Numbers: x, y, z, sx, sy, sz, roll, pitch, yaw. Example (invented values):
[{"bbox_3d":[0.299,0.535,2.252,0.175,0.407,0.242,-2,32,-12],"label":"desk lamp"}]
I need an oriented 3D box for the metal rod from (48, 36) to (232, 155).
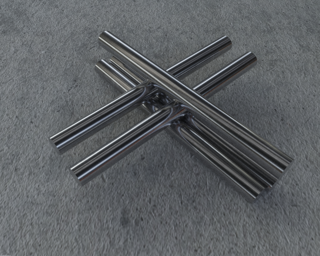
[{"bbox_3d":[-0.009,-0.056,0.419,0.302,0.025,0.025,-35,58,-26],"label":"metal rod"}]

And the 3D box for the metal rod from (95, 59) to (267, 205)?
[{"bbox_3d":[0.009,-0.010,0.413,0.025,0.025,0.300,-35,58,-26],"label":"metal rod"}]

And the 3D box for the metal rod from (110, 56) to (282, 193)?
[{"bbox_3d":[0.030,-0.021,0.423,0.025,0.025,0.300,-35,58,-26],"label":"metal rod"}]

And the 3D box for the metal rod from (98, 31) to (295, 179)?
[{"bbox_3d":[0.024,-0.044,0.376,0.025,0.025,0.300,-35,59,-26],"label":"metal rod"}]

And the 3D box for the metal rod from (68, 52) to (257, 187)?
[{"bbox_3d":[0.022,-0.025,0.393,0.302,0.025,0.025,-35,58,-26],"label":"metal rod"}]
